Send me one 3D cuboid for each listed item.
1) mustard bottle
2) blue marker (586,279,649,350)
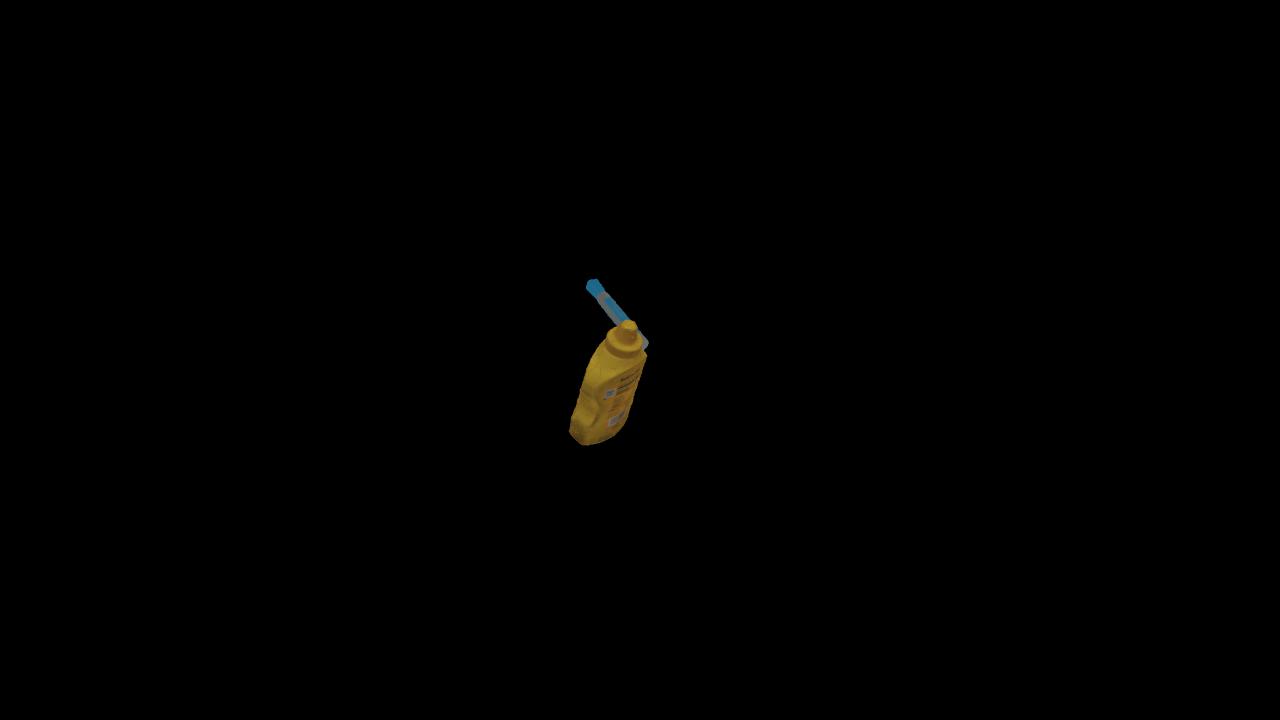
[{"bbox_3d":[-0.032,0.022,0.740,0.092,0.184,0.054,-26,59,-36],"label":"mustard bottle"},{"bbox_3d":[-0.030,-0.057,0.748,0.020,0.020,0.121,0,44,-49],"label":"blue marker"}]
